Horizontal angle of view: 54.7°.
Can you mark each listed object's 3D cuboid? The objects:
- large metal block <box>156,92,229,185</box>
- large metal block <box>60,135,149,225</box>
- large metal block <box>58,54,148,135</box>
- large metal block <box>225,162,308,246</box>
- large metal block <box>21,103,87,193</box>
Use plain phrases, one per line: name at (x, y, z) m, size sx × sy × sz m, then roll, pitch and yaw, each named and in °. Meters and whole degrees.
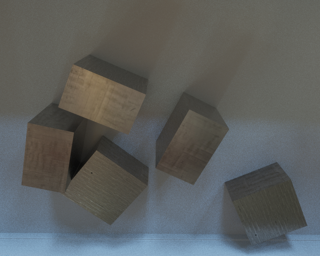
large metal block at (0.035, 0.010, 0.386) m, size 0.050 × 0.080 × 0.080 m, roll 26°, pitch 108°, yaw -10°
large metal block at (-0.073, 0.071, 0.423) m, size 0.080 × 0.050 × 0.080 m, roll 37°, pitch 106°, yaw -13°
large metal block at (-0.062, -0.043, 0.365) m, size 0.080 × 0.080 × 0.050 m, roll 22°, pitch 109°, yaw -8°
large metal block at (0.149, 0.107, 0.440) m, size 0.080 × 0.050 × 0.080 m, roll -23°, pitch 109°, yaw 8°
large metal block at (-0.128, 0.022, 0.388) m, size 0.050 × 0.080 × 0.079 m, roll 13°, pitch 110°, yaw -5°
